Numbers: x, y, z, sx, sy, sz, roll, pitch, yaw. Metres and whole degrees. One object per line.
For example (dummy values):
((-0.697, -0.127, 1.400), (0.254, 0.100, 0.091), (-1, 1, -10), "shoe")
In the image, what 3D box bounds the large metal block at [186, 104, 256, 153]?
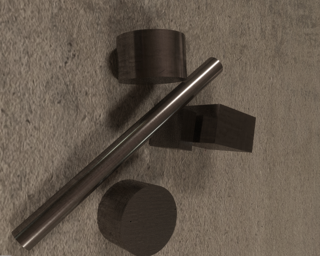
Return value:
((0.074, 0.002, 0.434), (0.081, 0.080, 0.050), (14, 81, -40), "large metal block")

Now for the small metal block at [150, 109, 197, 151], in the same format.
((0.017, 0.002, 0.403), (0.025, 0.050, 0.050), (15, 81, -46), "small metal block")

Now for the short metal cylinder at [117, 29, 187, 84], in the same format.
((-0.009, -0.080, 0.363), (0.081, 0.080, 0.050), (-4, 93, -40), "short metal cylinder")

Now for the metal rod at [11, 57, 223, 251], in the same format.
((-0.030, 0.013, 0.351), (0.301, 0.025, 0.025), (-43, 117, -22), "metal rod")

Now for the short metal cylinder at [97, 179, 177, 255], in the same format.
((-0.026, 0.104, 0.368), (0.081, 0.050, 0.079), (0, 90, -40), "short metal cylinder")
